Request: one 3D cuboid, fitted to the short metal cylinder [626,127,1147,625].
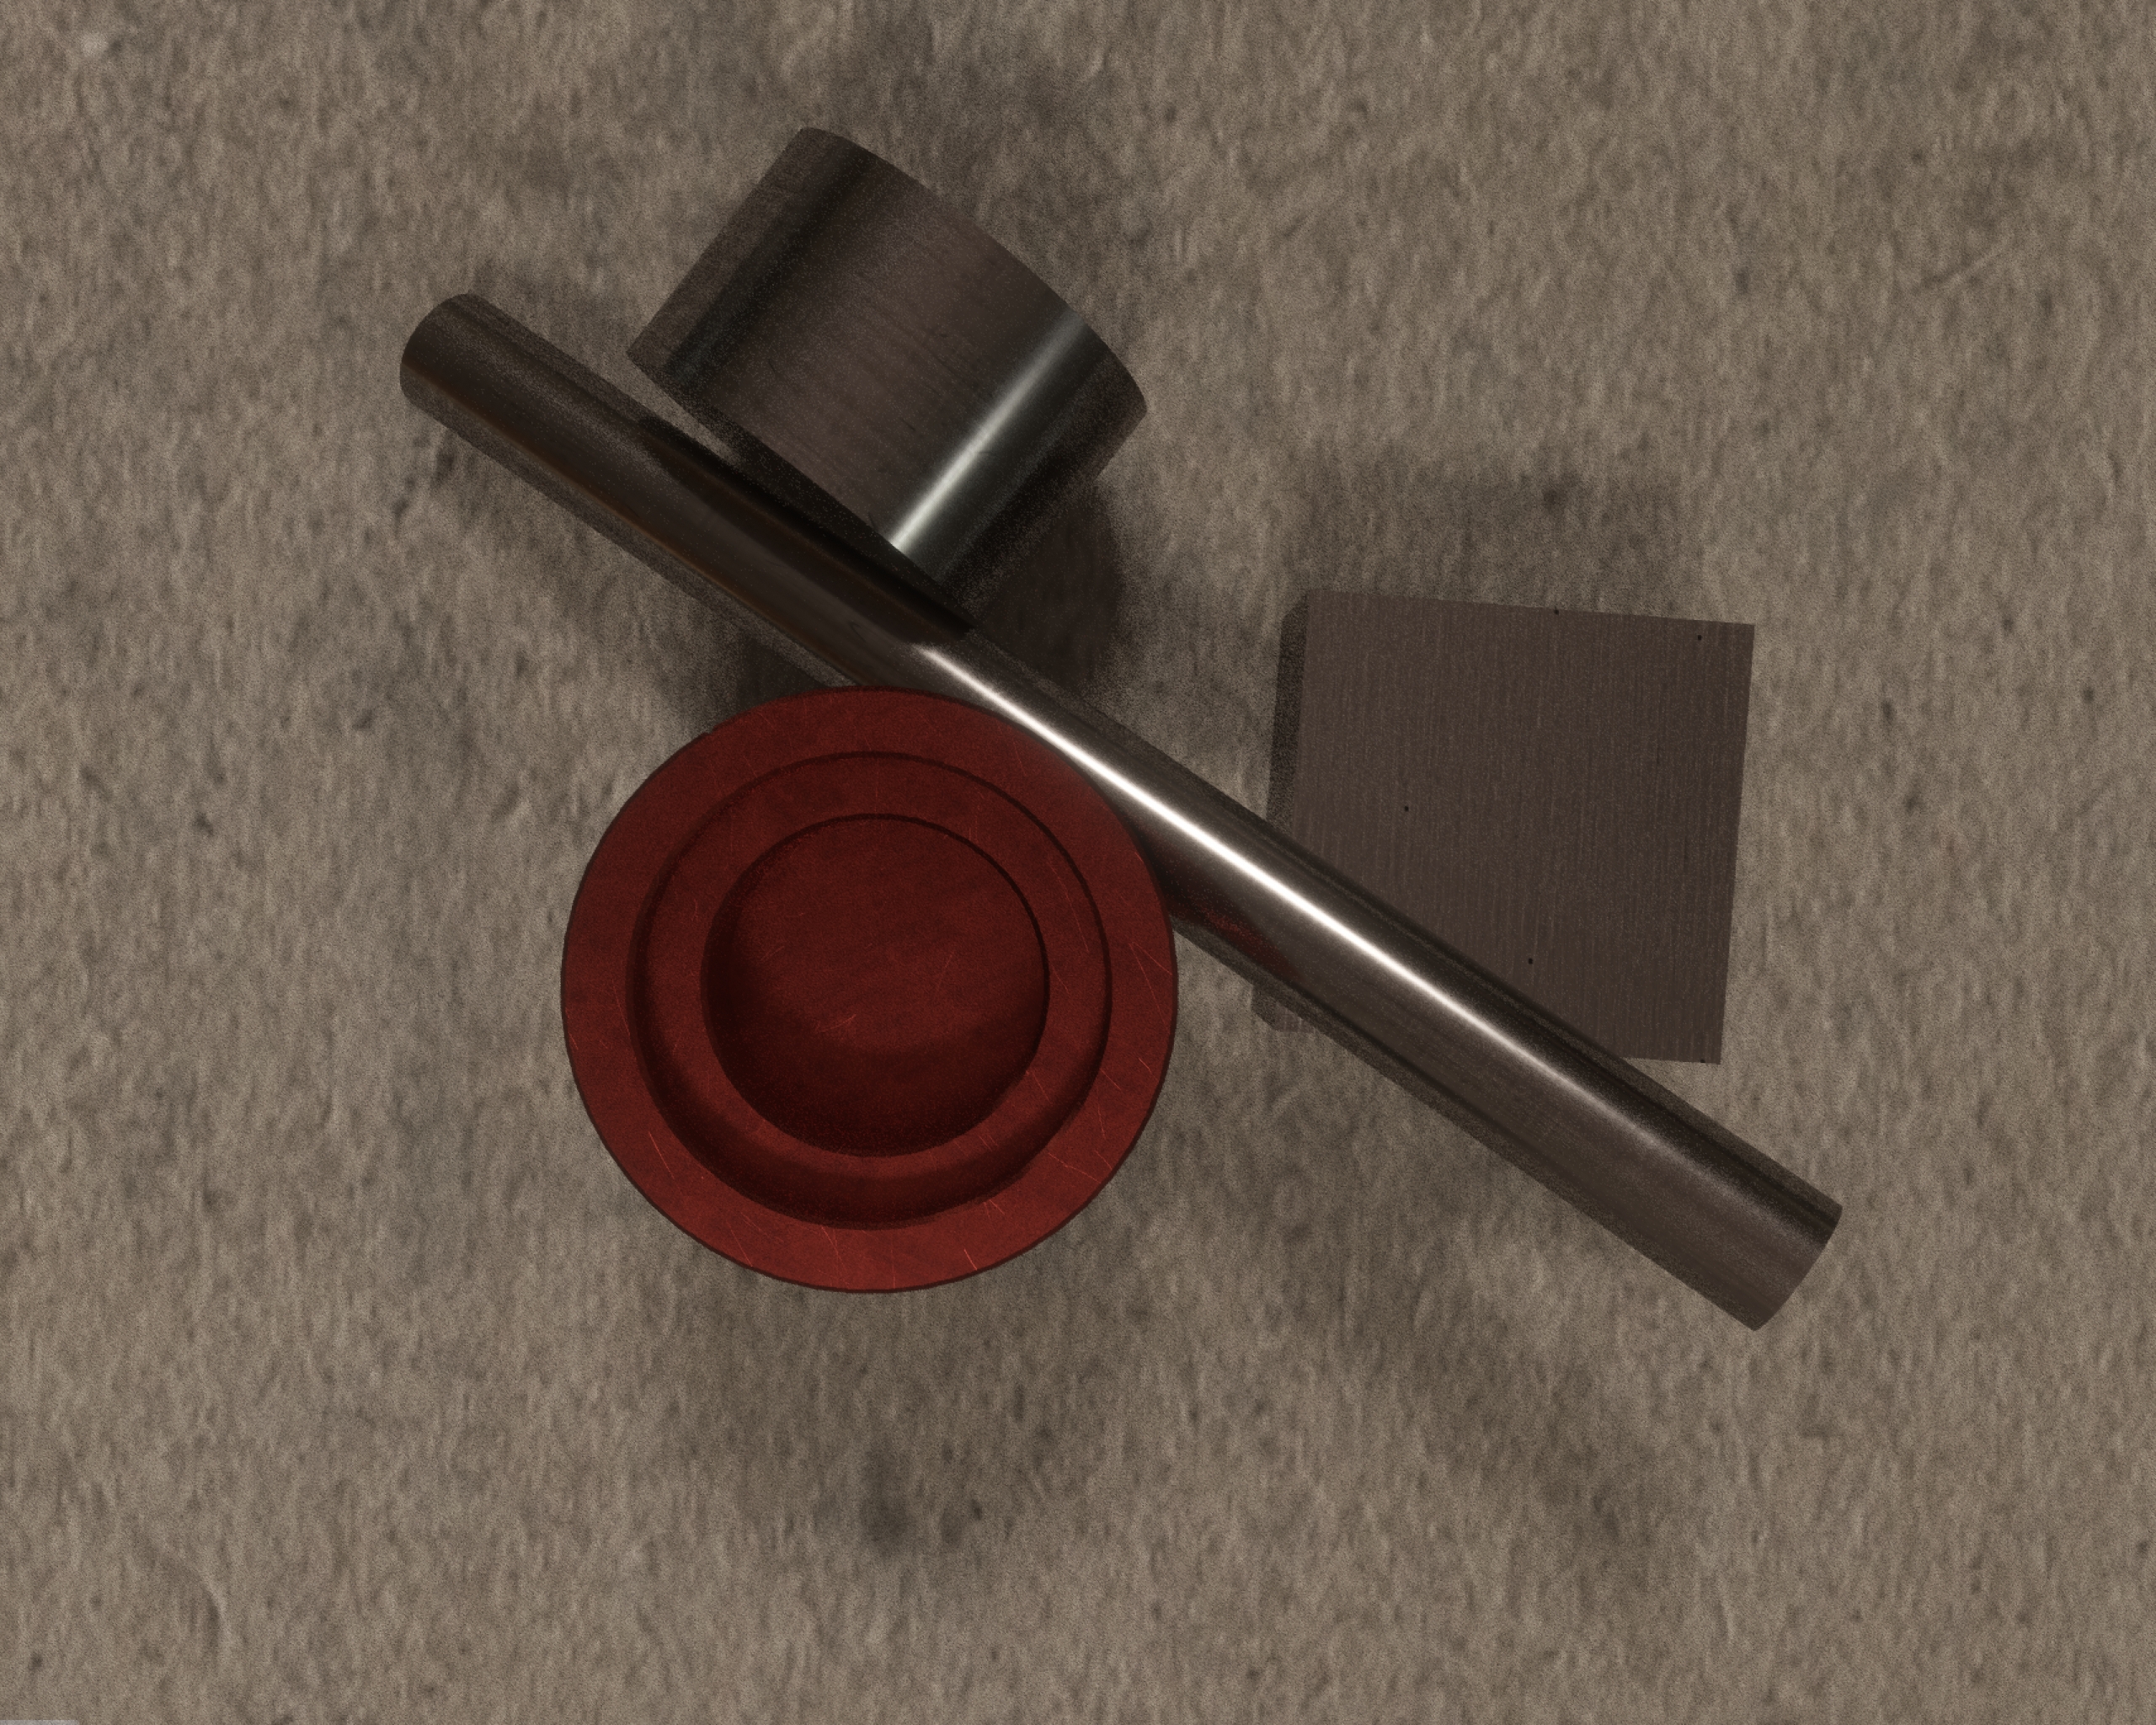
[{"bbox_3d":[-0.035,-0.087,0.383,0.080,0.080,0.050,37,90,-1],"label":"short metal cylinder"}]

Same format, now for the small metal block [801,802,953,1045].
[{"bbox_3d":[-0.037,0.008,0.399,0.025,0.050,0.050,-2,90,0],"label":"small metal block"}]

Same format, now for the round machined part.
[{"bbox_3d":[-0.033,0.020,0.353,0.099,0.042,0.097,0,91,-1],"label":"round machined part"}]

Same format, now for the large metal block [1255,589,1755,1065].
[{"bbox_3d":[0.079,-0.007,0.400,0.081,0.050,0.079,4,90,-1],"label":"large metal block"}]

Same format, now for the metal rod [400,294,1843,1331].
[{"bbox_3d":[-0.003,-0.017,0.374,0.300,0.025,0.025,35,90,14],"label":"metal rod"}]
